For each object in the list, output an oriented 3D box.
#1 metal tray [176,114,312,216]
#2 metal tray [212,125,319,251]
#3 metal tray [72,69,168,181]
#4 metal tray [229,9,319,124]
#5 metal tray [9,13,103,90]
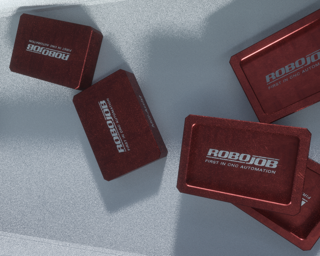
[{"bbox_3d":[0.089,0.037,0.343,0.130,0.030,0.089,8,93,19],"label":"metal tray"},{"bbox_3d":[0.134,0.065,0.360,0.130,0.030,0.090,32,100,17],"label":"metal tray"},{"bbox_3d":[-0.056,-0.003,0.428,0.090,0.030,0.130,-26,82,18],"label":"metal tray"},{"bbox_3d":[0.158,-0.069,0.351,0.130,0.030,0.090,-27,81,18],"label":"metal tray"},{"bbox_3d":[-0.157,-0.113,0.463,0.130,0.030,0.089,17,96,19],"label":"metal tray"}]
